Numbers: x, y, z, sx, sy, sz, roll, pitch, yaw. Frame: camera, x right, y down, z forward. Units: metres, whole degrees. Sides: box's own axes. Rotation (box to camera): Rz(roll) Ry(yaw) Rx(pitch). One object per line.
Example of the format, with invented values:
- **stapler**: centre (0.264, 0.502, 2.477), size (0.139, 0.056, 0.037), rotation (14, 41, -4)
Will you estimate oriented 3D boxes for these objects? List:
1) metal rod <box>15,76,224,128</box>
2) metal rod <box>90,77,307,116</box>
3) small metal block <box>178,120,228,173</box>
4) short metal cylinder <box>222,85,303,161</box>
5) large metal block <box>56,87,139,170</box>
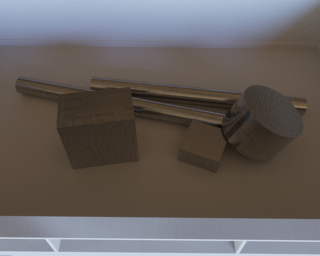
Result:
- **metal rod**: centre (-0.058, -0.035, 0.433), size (0.301, 0.025, 0.025), rotation (11, 51, 8)
- **metal rod**: centre (0.051, -0.046, 0.444), size (0.302, 0.025, 0.025), rotation (7, 50, 5)
- **small metal block**: centre (0.055, 0.022, 0.387), size (0.050, 0.025, 0.050), rotation (18, 52, 14)
- **short metal cylinder**: centre (0.124, -0.007, 0.379), size (0.081, 0.050, 0.080), rotation (15, 48, -16)
- **large metal block**: centre (-0.070, 0.002, 0.367), size (0.081, 0.080, 0.050), rotation (-7, 51, -6)
